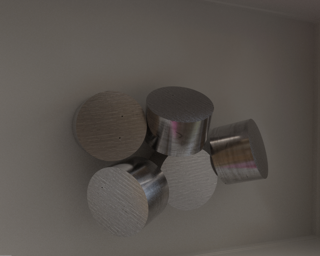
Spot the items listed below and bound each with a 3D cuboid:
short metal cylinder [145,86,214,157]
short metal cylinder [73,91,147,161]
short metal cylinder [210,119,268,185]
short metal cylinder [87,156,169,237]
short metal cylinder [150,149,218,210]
[{"bbox_3d":[0.021,-0.010,0.381,0.081,0.080,0.050,-9,129,-20],"label":"short metal cylinder"},{"bbox_3d":[-0.062,-0.002,0.372,0.081,0.050,0.079,0,90,-21],"label":"short metal cylinder"},{"bbox_3d":[0.107,0.032,0.415,0.080,0.050,0.080,36,46,-49],"label":"short metal cylinder"},{"bbox_3d":[-0.036,0.078,0.360,0.050,0.080,0.079,-18,99,-62],"label":"short metal cylinder"},{"bbox_3d":[0.028,0.062,0.407,0.081,0.050,0.079,0,90,-21],"label":"short metal cylinder"}]
